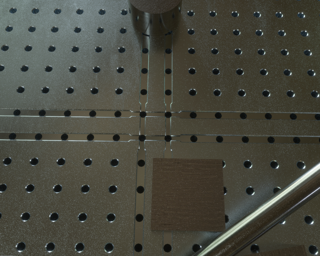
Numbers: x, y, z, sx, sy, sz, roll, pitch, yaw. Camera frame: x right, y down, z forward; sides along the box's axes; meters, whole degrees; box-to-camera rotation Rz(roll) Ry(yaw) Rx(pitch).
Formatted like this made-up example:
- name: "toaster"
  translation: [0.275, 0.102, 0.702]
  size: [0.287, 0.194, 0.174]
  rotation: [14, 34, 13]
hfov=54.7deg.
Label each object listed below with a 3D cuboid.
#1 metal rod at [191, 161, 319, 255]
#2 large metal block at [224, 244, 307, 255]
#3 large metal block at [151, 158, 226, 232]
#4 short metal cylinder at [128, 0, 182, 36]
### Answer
- name: "metal rod"
  translation: [0.062, 0.128, 0.323]
  size: [0.300, 0.025, 0.025]
  rotation: [-38, 74, 3]
- name: "large metal block"
  translation: [0.119, 0.175, 0.336]
  size: [0.081, 0.050, 0.080]
  rotation: [-8, 70, -4]
- name: "large metal block"
  translation: [0.031, 0.081, 0.369]
  size: [0.081, 0.050, 0.080]
  rotation: [1, 70, 0]
- name: "short metal cylinder"
  translation: [-0.007, -0.188, 0.467]
  size: [0.081, 0.050, 0.080]
  rotation: [0, 70, 0]
